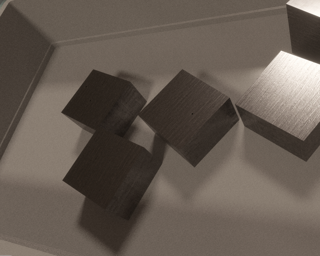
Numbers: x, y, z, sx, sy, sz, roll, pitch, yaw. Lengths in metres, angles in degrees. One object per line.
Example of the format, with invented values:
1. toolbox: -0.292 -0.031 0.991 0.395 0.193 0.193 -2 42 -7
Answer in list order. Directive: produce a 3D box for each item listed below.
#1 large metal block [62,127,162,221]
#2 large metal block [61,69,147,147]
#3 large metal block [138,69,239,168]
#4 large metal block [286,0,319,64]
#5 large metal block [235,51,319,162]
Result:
1. large metal block: -0.059 0.055 0.385 0.080 0.050 0.080 21 73 35
2. large metal block: -0.080 -0.031 0.449 0.080 0.050 0.080 23 74 36
3. large metal block: 0.035 -0.013 0.379 0.080 0.050 0.080 -46 52 -4
4. large metal block: 0.191 -0.108 0.336 0.050 0.080 0.080 -43 51 -1
5. large metal block: 0.142 -0.025 0.330 0.080 0.050 0.080 -49 52 -6
